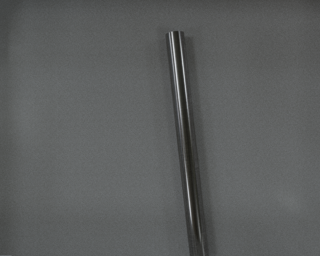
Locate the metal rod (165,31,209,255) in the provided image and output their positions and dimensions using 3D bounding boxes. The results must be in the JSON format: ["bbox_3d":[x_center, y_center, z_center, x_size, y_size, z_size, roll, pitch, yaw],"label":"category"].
[{"bbox_3d":[0.036,0.024,0.411,0.025,0.025,0.298,-6,90,0],"label":"metal rod"}]
